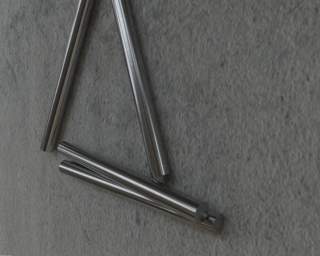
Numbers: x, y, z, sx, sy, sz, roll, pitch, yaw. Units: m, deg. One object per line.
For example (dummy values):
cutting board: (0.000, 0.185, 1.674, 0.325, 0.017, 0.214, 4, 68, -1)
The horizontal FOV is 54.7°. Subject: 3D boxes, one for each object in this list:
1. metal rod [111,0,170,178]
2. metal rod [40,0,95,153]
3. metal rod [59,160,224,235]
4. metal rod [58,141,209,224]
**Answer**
metal rod: (-0.033, -0.080, 0.429, 0.025, 0.025, 0.299, -22, 76, 37)
metal rod: (-0.158, -0.095, 0.532, 0.025, 0.025, 0.298, 32, 109, 35)
metal rod: (-0.049, 0.088, 0.442, 0.300, 0.025, 0.025, 10, 97, 39)
metal rod: (-0.061, 0.063, 0.437, 0.300, 0.025, 0.025, 15, 100, 43)
